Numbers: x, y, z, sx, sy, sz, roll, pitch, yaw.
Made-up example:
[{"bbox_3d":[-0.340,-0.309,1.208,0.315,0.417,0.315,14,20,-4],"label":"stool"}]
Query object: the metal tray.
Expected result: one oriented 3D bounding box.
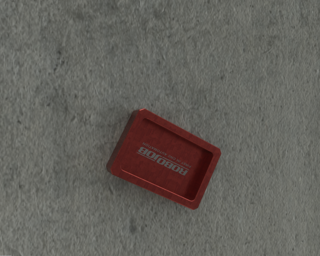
[{"bbox_3d":[0.008,0.042,0.410,0.131,0.030,0.090,28,81,-18],"label":"metal tray"}]
